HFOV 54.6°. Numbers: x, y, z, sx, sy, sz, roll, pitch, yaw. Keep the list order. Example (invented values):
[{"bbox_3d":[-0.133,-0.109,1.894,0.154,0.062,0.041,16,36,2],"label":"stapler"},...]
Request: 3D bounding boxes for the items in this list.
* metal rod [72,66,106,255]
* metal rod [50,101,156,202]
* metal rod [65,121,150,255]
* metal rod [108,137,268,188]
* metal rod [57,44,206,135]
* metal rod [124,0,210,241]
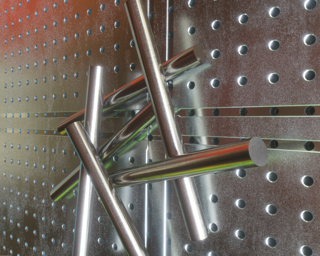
[{"bbox_3d":[-0.107,0.059,0.465,0.025,0.025,0.298,11,97,39],"label":"metal rod"},{"bbox_3d":[-0.091,0.044,0.486,0.299,0.025,0.025,-39,66,33],"label":"metal rod"},{"bbox_3d":[-0.051,0.126,0.417,0.025,0.025,0.299,-35,80,35],"label":"metal rod"},{"bbox_3d":[-0.006,0.053,0.373,0.299,0.025,0.025,-21,77,51],"label":"metal rod"},{"bbox_3d":[-0.062,-0.044,0.462,0.299,0.025,0.025,-22,76,38],"label":"metal rod"},{"bbox_3d":[0.007,-0.013,0.380,0.025,0.025,0.299,-18,86,39],"label":"metal rod"}]
